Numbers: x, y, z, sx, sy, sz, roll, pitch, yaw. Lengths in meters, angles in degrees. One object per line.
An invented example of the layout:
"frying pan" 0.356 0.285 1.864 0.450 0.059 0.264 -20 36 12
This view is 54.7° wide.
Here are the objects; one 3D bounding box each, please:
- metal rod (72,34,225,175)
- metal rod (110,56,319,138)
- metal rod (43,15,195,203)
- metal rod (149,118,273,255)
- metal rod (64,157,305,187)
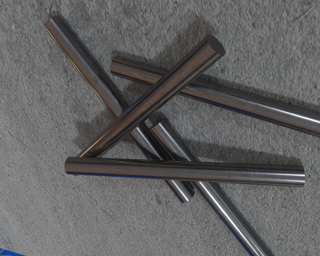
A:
"metal rod" -0.039 -0.008 0.388 0.025 0.025 0.299 48 129 -6
"metal rod" 0.081 -0.032 0.344 0.301 0.025 0.025 19 126 17
"metal rod" -0.049 -0.018 0.421 0.025 0.025 0.300 -29 102 38
"metal rod" 0.087 0.110 0.428 0.025 0.025 0.300 -32 101 38
"metal rod" 0.019 0.054 0.394 0.301 0.025 0.025 1 119 15
